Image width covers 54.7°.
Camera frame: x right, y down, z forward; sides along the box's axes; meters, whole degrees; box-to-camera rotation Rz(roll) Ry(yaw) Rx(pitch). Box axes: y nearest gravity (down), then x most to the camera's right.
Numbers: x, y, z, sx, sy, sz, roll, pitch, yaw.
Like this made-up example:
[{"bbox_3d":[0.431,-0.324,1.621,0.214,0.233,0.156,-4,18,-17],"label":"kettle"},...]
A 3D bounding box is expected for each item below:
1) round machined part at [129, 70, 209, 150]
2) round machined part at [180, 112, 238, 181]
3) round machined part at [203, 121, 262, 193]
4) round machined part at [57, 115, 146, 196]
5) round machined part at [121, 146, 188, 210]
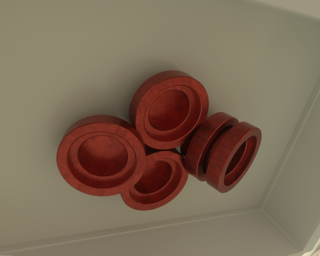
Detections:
[{"bbox_3d":[0.008,-0.025,0.383,0.099,0.042,0.097,-14,124,-21],"label":"round machined part"},{"bbox_3d":[0.066,0.021,0.431,0.099,0.042,0.097,-33,139,-34],"label":"round machined part"},{"bbox_3d":[0.091,0.034,0.416,0.099,0.042,0.097,-33,140,-34],"label":"round machined part"},{"bbox_3d":[-0.066,0.028,0.364,0.099,0.042,0.097,-2,116,-4],"label":"round machined part"},{"bbox_3d":[-0.013,0.062,0.426,0.099,0.042,0.097,-14,124,-21],"label":"round machined part"}]
